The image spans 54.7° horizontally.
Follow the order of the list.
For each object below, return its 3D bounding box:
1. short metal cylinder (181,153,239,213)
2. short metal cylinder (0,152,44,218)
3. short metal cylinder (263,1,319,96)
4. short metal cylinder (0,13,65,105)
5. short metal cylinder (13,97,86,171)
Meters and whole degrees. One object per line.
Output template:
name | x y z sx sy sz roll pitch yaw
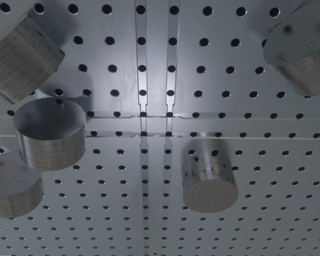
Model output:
short metal cylinder | 0.074 0.084 0.468 0.081 0.050 0.079 0 130 0
short metal cylinder | -0.210 0.080 0.441 0.081 0.080 0.050 7 130 -6
short metal cylinder | 0.153 -0.079 0.310 0.050 0.080 0.080 37 121 -27
short metal cylinder | -0.145 -0.070 0.315 0.080 0.080 0.050 -27 125 21
short metal cylinder | -0.132 0.006 0.379 0.081 0.080 0.050 7 130 -6
